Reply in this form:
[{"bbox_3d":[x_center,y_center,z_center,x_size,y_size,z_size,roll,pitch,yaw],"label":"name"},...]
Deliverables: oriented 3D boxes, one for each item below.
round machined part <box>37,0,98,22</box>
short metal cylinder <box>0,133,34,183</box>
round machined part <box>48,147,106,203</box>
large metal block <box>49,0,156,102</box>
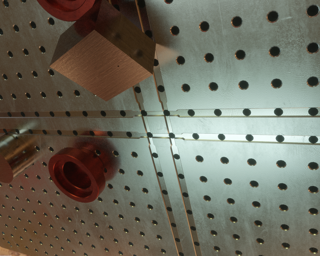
[{"bbox_3d":[-0.098,-0.173,0.345,0.098,0.042,0.097,13,124,21],"label":"round machined part"},{"bbox_3d":[-0.287,0.056,0.581,0.080,0.050,0.079,13,124,21],"label":"short metal cylinder"},{"bbox_3d":[-0.132,0.073,0.515,0.098,0.042,0.097,13,124,20],"label":"round machined part"},{"bbox_3d":[-0.063,-0.084,0.354,0.080,0.050,0.080,-24,138,36],"label":"large metal block"}]
